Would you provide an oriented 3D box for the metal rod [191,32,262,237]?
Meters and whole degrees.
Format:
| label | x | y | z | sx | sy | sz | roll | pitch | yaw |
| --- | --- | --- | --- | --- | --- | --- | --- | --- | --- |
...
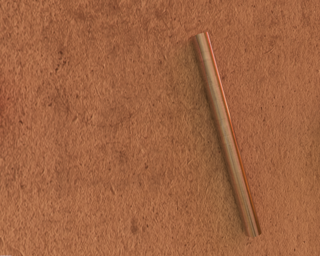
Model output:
| label | x | y | z | sx | sy | sz | roll | pitch | yaw |
| --- | --- | --- | --- | --- | --- | --- | --- | --- | --- |
| metal rod | 0.097 | 0.013 | 0.445 | 0.025 | 0.025 | 0.298 | -19 | 96 | -19 |

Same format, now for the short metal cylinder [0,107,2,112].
| label | x | y | z | sx | sy | sz | roll | pitch | yaw |
| --- | --- | --- | --- | --- | --- | --- | --- | --- | --- |
| short metal cylinder | -0.208 | -0.016 | 0.303 | 0.080 | 0.080 | 0.050 | -37 | 102 | -16 |
